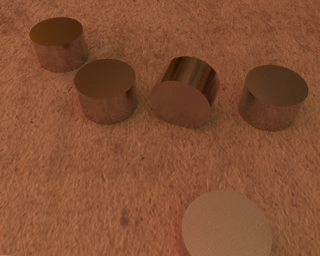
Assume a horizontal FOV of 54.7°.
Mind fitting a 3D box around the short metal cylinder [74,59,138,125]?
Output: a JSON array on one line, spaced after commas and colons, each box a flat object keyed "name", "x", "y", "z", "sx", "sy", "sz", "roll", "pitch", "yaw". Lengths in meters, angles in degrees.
[{"name": "short metal cylinder", "x": -0.073, "y": -0.051, "z": 0.429, "sx": 0.081, "sy": 0.050, "sz": 0.080, "roll": 0, "pitch": 50, "yaw": 0}]

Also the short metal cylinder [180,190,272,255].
[{"name": "short metal cylinder", "x": 0.060, "y": 0.108, "z": 0.297, "sx": 0.081, "sy": 0.050, "sz": 0.080, "roll": 0, "pitch": 50, "yaw": 0}]

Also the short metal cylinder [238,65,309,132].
[{"name": "short metal cylinder", "x": 0.152, "y": -0.041, "z": 0.424, "sx": 0.081, "sy": 0.050, "sz": 0.080, "roll": 0, "pitch": 50, "yaw": 0}]

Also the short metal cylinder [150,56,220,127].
[{"name": "short metal cylinder", "x": 0.033, "y": -0.046, "z": 0.407, "sx": 0.080, "sy": 0.080, "sz": 0.050, "roll": 16, "pitch": 52, "yaw": 12}]

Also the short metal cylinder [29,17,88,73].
[{"name": "short metal cylinder", "x": -0.160, "y": -0.134, "z": 0.498, "sx": 0.081, "sy": 0.050, "sz": 0.080, "roll": 0, "pitch": 50, "yaw": 0}]
